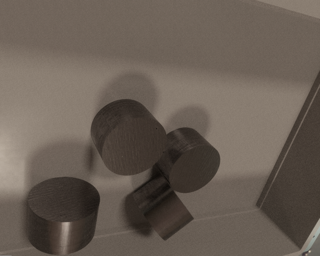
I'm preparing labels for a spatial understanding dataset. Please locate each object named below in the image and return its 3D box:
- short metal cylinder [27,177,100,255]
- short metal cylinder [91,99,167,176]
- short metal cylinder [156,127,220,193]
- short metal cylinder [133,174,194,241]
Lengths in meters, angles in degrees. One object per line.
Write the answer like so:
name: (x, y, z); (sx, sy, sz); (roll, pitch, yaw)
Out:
short metal cylinder: (-0.116, 0.103, 0.375); (0.081, 0.080, 0.050); (-2, 119, -28)
short metal cylinder: (-0.039, 0.011, 0.380); (0.081, 0.050, 0.079); (-14, 125, -21)
short metal cylinder: (0.038, 0.046, 0.444); (0.081, 0.050, 0.079); (-14, 125, -21)
short metal cylinder: (0.005, 0.113, 0.448); (0.050, 0.080, 0.080); (-36, 130, -5)
